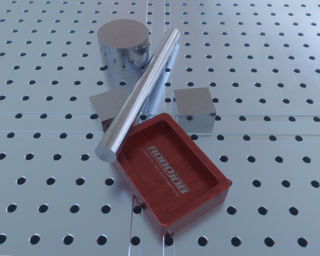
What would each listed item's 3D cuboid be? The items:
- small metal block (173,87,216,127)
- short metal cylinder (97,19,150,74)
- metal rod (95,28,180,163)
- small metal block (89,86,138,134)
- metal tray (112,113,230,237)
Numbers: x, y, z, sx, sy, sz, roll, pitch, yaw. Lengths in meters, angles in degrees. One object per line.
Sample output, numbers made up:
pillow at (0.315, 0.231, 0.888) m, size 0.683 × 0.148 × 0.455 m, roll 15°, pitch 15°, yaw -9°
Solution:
small metal block at (0.047, -0.029, 0.433) m, size 0.050 × 0.025 × 0.050 m, roll -5°, pitch 50°, yaw -5°
short metal cylinder at (-0.058, -0.132, 0.502) m, size 0.081 × 0.050 × 0.080 m, roll 0°, pitch 50°, yaw 0°
metal rod at (-0.017, -0.068, 0.440) m, size 0.025 × 0.025 × 0.301 m, roll 13°, pitch 44°, yaw 10°
small metal block at (-0.064, -0.026, 0.429) m, size 0.050 × 0.025 × 0.050 m, roll -21°, pitch 53°, yaw -17°
metal tray at (0.006, 0.047, 0.364) m, size 0.091 × 0.030 × 0.130 m, roll -26°, pitch 55°, yaw -21°
